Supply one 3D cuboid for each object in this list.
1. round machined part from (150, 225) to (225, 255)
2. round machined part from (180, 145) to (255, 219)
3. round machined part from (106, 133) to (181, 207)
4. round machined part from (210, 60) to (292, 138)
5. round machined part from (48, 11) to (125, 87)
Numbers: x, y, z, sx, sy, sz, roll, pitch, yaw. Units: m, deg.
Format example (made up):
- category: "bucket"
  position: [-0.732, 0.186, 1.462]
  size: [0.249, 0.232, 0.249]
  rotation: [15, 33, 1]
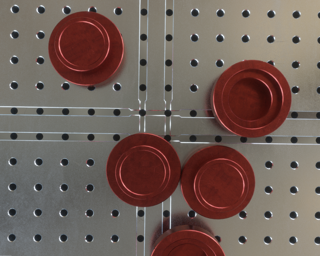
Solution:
- category: "round machined part"
  position: [0.035, 0.175, 0.406]
  size: [0.099, 0.042, 0.097]
  rotation: [0, 90, -1]
- category: "round machined part"
  position: [0.076, 0.072, 0.406]
  size: [0.099, 0.042, 0.097]
  rotation: [0, 90, -1]
- category: "round machined part"
  position: [-0.021, 0.055, 0.405]
  size: [0.099, 0.042, 0.097]
  rotation: [0, 90, -1]
- category: "round machined part"
  position: [0.115, -0.037, 0.406]
  size: [0.099, 0.042, 0.097]
  rotation: [0, 90, -1]
- category: "round machined part"
  position: [-0.097, -0.104, 0.404]
  size: [0.099, 0.042, 0.097]
  rotation: [0, 90, -1]
